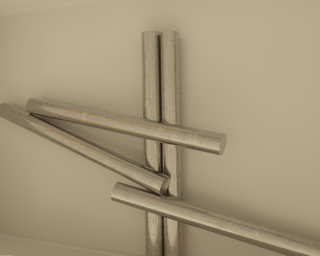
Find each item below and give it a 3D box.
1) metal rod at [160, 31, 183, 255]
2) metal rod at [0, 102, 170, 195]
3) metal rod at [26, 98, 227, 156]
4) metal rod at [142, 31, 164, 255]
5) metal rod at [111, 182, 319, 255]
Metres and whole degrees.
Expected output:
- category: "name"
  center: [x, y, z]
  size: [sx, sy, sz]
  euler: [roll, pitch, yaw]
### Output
- category: "metal rod"
  center: [0.015, 0.027, 0.401]
  size: [0.025, 0.025, 0.298]
  euler: [-1, 90, 19]
- category: "metal rod"
  center: [-0.122, 0.021, 0.437]
  size: [0.301, 0.025, 0.025]
  euler: [21, 97, 23]
- category: "metal rod"
  center: [-0.063, -0.008, 0.409]
  size: [0.301, 0.025, 0.025]
  euler: [11, 94, 26]
- category: "metal rod"
  center: [-0.009, 0.024, 0.410]
  size: [0.025, 0.025, 0.298]
  euler: [-1, 90, 19]
- category: "metal rod"
  center: [0.086, 0.116, 0.360]
  size: [0.301, 0.025, 0.025]
  euler: [14, 95, 13]
